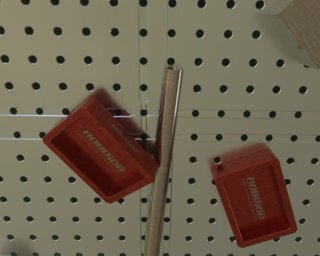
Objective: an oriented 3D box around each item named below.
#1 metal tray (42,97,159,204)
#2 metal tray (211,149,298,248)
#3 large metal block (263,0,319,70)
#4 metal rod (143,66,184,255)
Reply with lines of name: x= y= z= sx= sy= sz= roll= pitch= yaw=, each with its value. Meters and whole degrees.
metal tray: x=-0.077 y=0.034 z=0.408 sx=0.090 sy=0.030 sz=0.130 roll=-33 pitch=108 yaw=29
metal tray: x=0.137 y=0.105 z=0.450 sx=0.090 sy=0.030 sz=0.129 roll=-20 pitch=109 yaw=7
large metal block: x=0.182 y=-0.127 z=0.355 sx=0.080 sy=0.050 sz=0.080 roll=-40 pitch=106 yaw=13
metal rod: x=0.001 y=0.065 z=0.437 sx=0.025 sy=0.025 sz=0.298 roll=6 pitch=110 yaw=-2
